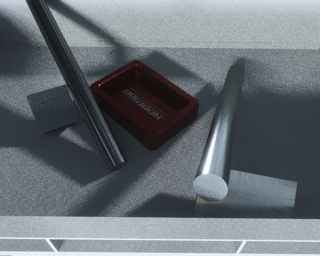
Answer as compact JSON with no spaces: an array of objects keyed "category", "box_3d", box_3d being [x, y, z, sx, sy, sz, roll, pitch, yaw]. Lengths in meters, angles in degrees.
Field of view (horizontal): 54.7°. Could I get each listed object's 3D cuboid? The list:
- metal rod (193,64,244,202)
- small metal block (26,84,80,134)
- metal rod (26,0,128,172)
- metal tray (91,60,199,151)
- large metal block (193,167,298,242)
[{"category":"metal rod","box_3d":[0.078,-0.022,0.353,0.025,0.025,0.301,14,29,11]},{"category":"small metal block","box_3d":[-0.140,-0.026,0.406,0.050,0.050,0.025,-20,14,-16]},{"category":"metal rod","box_3d":[-0.120,-0.078,0.412,0.025,0.025,0.299,-24,72,-19]},{"category":"metal tray","box_3d":[-0.023,-0.037,0.432,0.091,0.030,0.130,-37,59,-27]},{"category":"large metal block","box_3d":[0.077,0.068,0.304,0.080,0.080,0.050,10,84,8]}]
